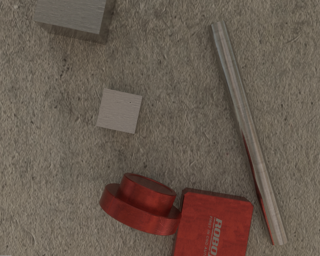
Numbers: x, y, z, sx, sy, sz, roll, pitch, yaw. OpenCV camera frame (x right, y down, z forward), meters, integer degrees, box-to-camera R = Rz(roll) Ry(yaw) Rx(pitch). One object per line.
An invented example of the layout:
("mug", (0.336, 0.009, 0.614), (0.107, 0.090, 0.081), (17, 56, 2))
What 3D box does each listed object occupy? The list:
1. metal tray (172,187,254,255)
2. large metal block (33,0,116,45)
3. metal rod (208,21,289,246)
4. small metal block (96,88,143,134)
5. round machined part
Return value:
("metal tray", (0.065, 0.151, 0.408), (0.091, 0.030, 0.129), (10, 90, 0))
("large metal block", (-0.104, -0.160, 0.397), (0.080, 0.050, 0.080), (12, 90, 0))
("metal rod", (0.117, 0.007, 0.411), (0.025, 0.025, 0.298), (-16, 90, 0))
("small metal block", (-0.052, -0.022, 0.410), (0.050, 0.025, 0.050), (12, 90, 0))
("round machined part", (-0.019, 0.086, 0.373), (0.098, 0.098, 0.042), (21, 90, 0))
